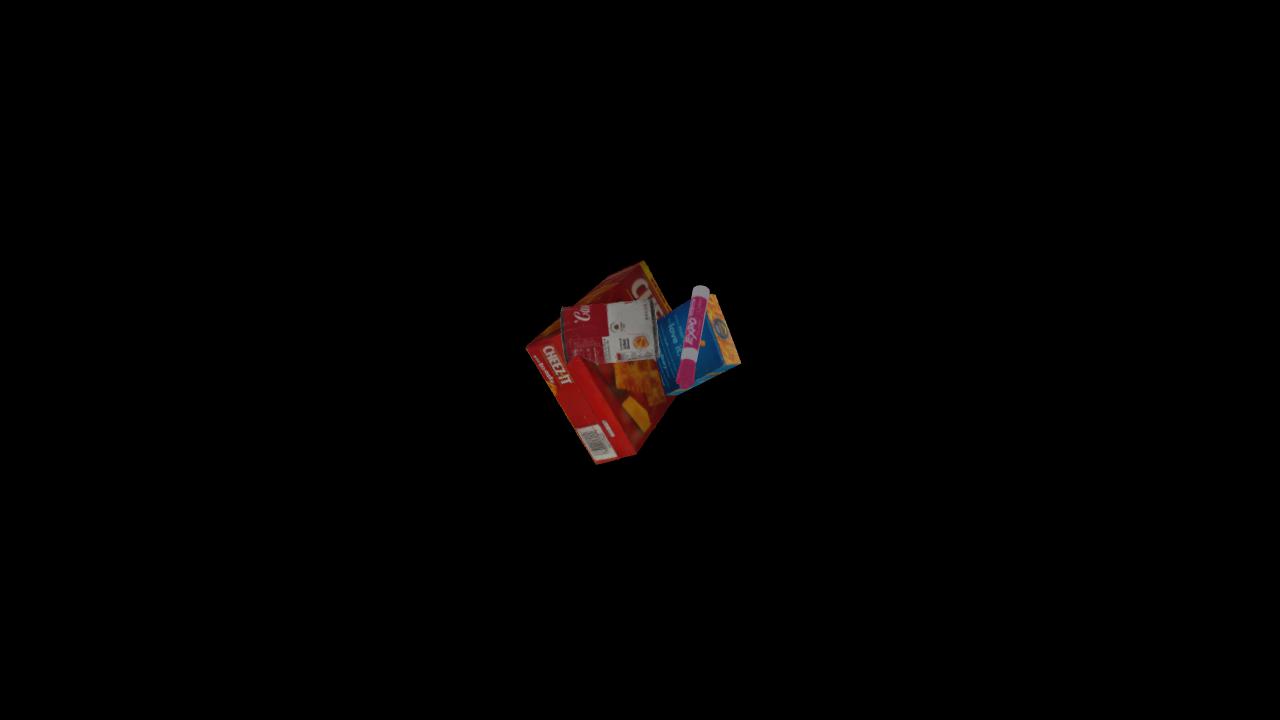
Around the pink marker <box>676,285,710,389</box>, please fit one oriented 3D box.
[{"bbox_3d":[0.055,-0.024,0.634,0.020,0.121,0.020,10,-30,6],"label":"pink marker"}]

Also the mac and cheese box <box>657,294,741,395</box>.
[{"bbox_3d":[0.033,-0.001,0.768,0.041,0.093,0.184,-2,-20,-46],"label":"mac and cheese box"}]

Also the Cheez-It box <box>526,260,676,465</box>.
[{"bbox_3d":[-0.021,-0.005,0.758,0.071,0.166,0.223,-19,18,33],"label":"Cheez-It box"}]

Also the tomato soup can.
[{"bbox_3d":[-0.031,-0.029,0.668,0.101,0.068,0.068,-5,0,0],"label":"tomato soup can"}]
